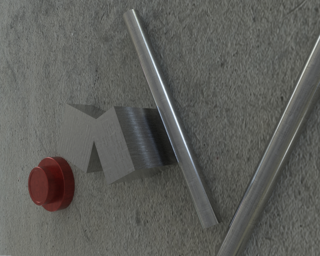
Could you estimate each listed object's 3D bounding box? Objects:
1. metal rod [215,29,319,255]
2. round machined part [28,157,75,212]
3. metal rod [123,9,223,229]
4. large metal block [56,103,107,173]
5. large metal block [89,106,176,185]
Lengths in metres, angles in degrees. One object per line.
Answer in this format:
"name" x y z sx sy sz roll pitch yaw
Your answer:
"metal rod" 0.116 0.026 0.308 0.025 0.025 0.298 31 109 35
"round machined part" -0.200 0.101 0.556 0.098 0.042 0.097 0 90 39
"metal rod" 0.010 -0.024 0.395 0.025 0.025 0.299 -32 70 35
"large metal block" -0.107 0.013 0.475 0.080 0.050 0.079 25 106 37
"large metal block" -0.032 0.021 0.394 0.050 0.081 0.080 -32 70 35
